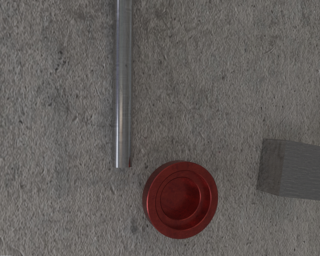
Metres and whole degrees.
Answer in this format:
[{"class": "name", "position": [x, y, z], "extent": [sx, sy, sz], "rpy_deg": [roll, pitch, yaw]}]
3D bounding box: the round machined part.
[{"class": "round machined part", "position": [0.023, 0.091, 0.409], "extent": [0.099, 0.042, 0.097], "rpy_deg": [0, 90, -20]}]

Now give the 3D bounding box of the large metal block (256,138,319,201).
[{"class": "large metal block", "position": [0.200, 0.062, 0.470], "extent": [0.081, 0.050, 0.080], "rpy_deg": [10, 87, -20]}]

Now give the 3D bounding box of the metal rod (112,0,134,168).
[{"class": "metal rod", "position": [-0.047, -0.100, 0.391], "extent": [0.025, 0.025, 0.298], "rpy_deg": [0, 90, -20]}]
